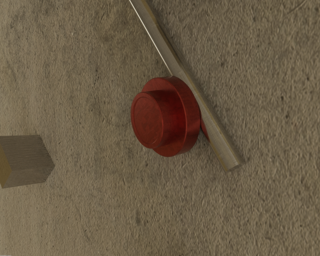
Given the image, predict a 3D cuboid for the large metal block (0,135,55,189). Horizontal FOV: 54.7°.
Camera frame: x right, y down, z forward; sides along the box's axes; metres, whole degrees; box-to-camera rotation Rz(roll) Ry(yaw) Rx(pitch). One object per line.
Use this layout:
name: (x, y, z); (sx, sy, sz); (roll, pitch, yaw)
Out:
large metal block: (-0.257, 0.060, 0.577); (0.050, 0.081, 0.080); (-51, 60, 27)

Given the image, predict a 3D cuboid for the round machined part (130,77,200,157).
round machined part: (0.000, -0.012, 0.375); (0.098, 0.042, 0.097); (21, 116, 50)

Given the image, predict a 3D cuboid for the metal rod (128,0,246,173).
metal rod: (0.018, -0.082, 0.388); (0.025, 0.025, 0.299); (-40, 66, 32)
